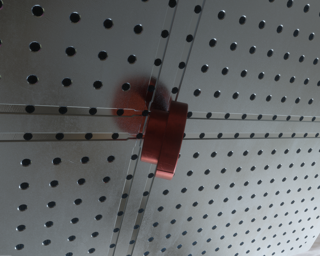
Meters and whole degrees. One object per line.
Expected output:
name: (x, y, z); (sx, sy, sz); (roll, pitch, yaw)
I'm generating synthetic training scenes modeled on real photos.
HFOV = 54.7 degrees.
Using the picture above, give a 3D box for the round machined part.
round machined part: (0.003, 0.013, 0.387); (0.042, 0.098, 0.097); (13, 116, 1)
